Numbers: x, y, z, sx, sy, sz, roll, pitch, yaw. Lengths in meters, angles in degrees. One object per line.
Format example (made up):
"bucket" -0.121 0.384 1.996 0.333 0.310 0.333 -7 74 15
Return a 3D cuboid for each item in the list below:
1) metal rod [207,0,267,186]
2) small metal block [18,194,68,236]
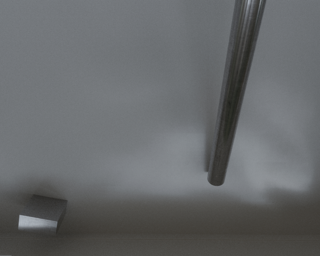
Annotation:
"metal rod" 0.077 -0.031 0.334 0.025 0.025 0.298 -1 136 0
"small metal block" -0.165 0.123 0.441 0.050 0.050 0.025 12 110 -5
